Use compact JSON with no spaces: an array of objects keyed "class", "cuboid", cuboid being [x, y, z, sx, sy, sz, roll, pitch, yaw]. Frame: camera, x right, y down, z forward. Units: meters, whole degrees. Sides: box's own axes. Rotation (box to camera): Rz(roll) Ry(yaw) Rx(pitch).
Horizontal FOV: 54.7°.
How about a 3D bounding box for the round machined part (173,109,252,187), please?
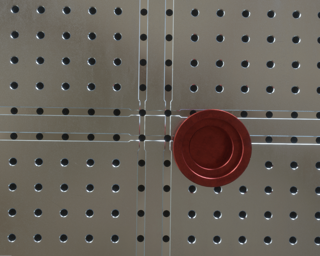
[{"class":"round machined part","cuboid":[0.066,0.025,0.406,0.099,0.042,0.097,0,90,-1]}]
